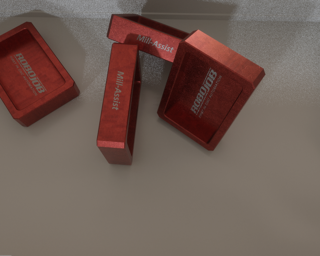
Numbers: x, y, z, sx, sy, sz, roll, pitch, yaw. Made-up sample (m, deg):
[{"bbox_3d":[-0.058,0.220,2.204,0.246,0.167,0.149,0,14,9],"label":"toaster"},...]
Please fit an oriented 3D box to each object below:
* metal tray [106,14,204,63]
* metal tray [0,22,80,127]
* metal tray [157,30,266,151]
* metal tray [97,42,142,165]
[{"bbox_3d":[0.006,-0.119,0.420,0.130,0.090,0.030,22,114,7],"label":"metal tray"},{"bbox_3d":[-0.186,-0.077,0.432,0.090,0.030,0.130,-35,74,-12],"label":"metal tray"},{"bbox_3d":[0.052,-0.038,0.367,0.090,0.129,0.030,35,54,11],"label":"metal tray"},{"bbox_3d":[-0.046,-0.027,0.384,0.030,0.090,0.130,5,70,1],"label":"metal tray"}]
